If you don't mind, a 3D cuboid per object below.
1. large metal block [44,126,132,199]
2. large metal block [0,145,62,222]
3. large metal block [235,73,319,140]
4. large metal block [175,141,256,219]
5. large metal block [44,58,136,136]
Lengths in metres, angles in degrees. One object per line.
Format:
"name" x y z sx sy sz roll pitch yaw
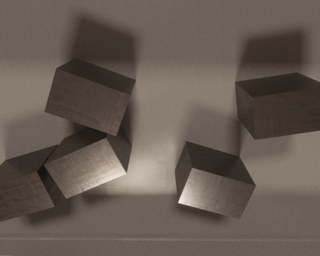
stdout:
"large metal block" -0.086 0.034 0.393 0.080 0.080 0.050 -23 109 8
"large metal block" -0.173 0.070 0.405 0.080 0.080 0.050 -17 110 5
"large metal block" 0.142 -0.029 0.373 0.080 0.080 0.050 -8 110 3
"large metal block" 0.068 0.065 0.407 0.080 0.080 0.050 17 109 -7
"large metal block" -0.077 -0.040 0.366 0.080 0.080 0.050 20 109 -8
